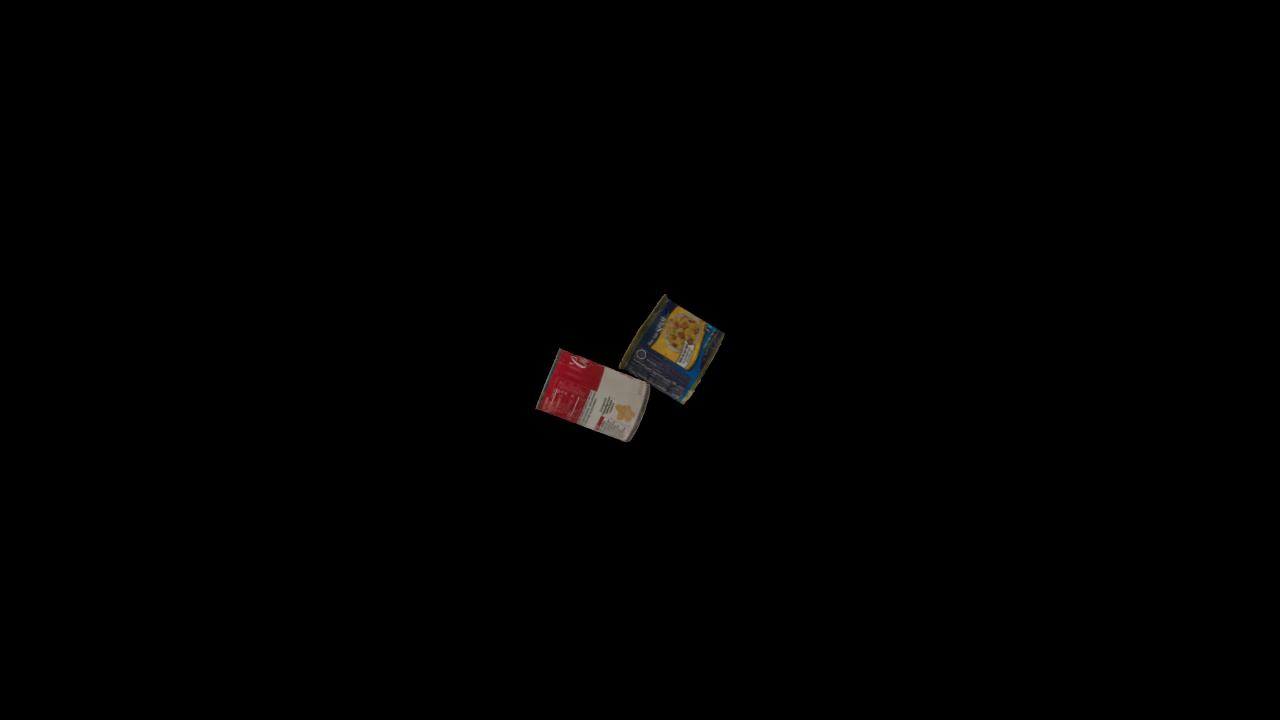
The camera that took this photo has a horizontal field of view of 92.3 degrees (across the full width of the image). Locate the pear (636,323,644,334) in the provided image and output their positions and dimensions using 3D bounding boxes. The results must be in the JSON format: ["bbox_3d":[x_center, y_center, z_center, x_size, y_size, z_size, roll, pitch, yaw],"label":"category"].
[{"bbox_3d":[0.031,-0.026,0.767,0.080,0.080,0.111,0,-17,-6],"label":"pear"}]

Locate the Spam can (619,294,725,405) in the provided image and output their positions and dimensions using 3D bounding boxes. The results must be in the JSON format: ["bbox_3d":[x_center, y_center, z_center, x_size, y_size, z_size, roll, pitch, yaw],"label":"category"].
[{"bbox_3d":[0.038,-0.012,0.689,0.085,0.101,0.058,31,-38,3],"label":"Spam can"}]

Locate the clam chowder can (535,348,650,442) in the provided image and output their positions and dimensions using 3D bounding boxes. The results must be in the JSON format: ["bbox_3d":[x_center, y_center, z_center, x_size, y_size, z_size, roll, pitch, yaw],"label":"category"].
[{"bbox_3d":[-0.048,0.037,0.632,0.102,0.068,0.068,22,-3,-7],"label":"clam chowder can"}]
